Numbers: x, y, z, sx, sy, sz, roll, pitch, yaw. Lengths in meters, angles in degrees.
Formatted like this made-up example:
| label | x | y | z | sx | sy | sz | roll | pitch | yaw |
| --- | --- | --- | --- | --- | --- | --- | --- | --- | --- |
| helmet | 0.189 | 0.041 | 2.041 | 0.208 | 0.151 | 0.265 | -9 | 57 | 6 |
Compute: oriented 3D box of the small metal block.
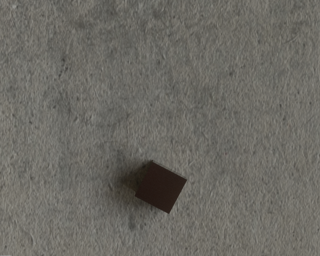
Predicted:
| label | x | y | z | sx | sy | sz | roll | pitch | yaw |
| --- | --- | --- | --- | --- | --- | --- | --- | --- | --- |
| small metal block | 0.001 | 0.077 | 0.410 | 0.050 | 0.025 | 0.050 | 28 | 90 | -1 |
